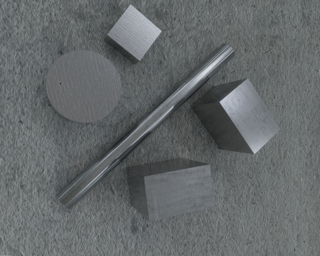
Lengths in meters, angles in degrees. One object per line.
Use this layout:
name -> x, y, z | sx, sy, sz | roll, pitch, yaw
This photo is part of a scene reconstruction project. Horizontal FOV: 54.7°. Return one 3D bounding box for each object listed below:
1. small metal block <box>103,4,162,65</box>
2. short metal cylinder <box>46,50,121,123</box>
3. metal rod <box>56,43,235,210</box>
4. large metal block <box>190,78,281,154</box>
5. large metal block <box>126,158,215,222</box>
small metal block -> -0.035, -0.118, 0.396 | 0.050, 0.025, 0.050 | 37, 78, -17
short metal cylinder -> -0.091, -0.046, 0.362 | 0.081, 0.050, 0.080 | 0, 90, -20
metal rod -> -0.009, -0.012, 0.405 | 0.301, 0.025, 0.025 | -43, 104, -15
large metal block -> 0.098, -0.015, 0.416 | 0.050, 0.080, 0.080 | -40, 103, -16
large metal block -> 0.010, 0.071, 0.384 | 0.081, 0.080, 0.050 | -8, 93, -20
